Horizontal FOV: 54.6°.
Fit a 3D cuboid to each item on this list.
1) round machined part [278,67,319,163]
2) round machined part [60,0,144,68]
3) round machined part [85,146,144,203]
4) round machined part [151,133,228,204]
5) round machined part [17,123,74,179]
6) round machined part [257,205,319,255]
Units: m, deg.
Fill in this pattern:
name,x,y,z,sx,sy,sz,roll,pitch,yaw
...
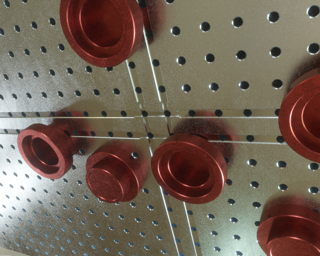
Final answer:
name,x,y,z,sx,sy,sz,roll,pitch,yaw
round machined part,0.170,-0.015,0.301,0.098,0.042,0.097,13,124,21
round machined part,-0.062,-0.123,0.358,0.098,0.042,0.097,13,124,21
round machined part,-0.078,0.080,0.491,0.098,0.042,0.097,13,124,21
round machined part,0.041,0.049,0.409,0.098,0.042,0.097,13,124,21
round machined part,-0.185,0.035,0.521,0.098,0.042,0.097,13,124,21
round machined part,0.175,0.151,0.401,0.098,0.042,0.097,13,124,21
